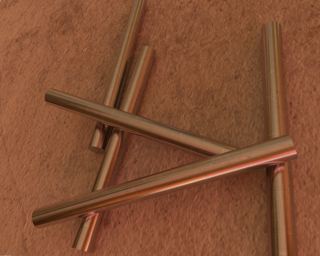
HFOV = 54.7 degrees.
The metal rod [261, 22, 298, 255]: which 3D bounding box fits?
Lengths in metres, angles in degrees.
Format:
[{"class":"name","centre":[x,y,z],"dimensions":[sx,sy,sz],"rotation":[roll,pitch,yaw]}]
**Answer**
[{"class":"metal rod","centre":[0.126,0.001,0.336],"dimensions":[0.025,0.025,0.299],"rotation":[-6,59,25]}]

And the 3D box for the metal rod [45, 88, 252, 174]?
[{"class":"metal rod","centre":[-0.032,-0.004,0.394],"dimensions":[0.301,0.025,0.025],"rotation":[18,71,25]}]

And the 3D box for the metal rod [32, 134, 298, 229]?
[{"class":"metal rod","centre":[-0.010,0.064,0.335],"dimensions":[0.301,0.025,0.025],"rotation":[-19,55,16]}]

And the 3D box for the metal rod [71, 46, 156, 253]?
[{"class":"metal rod","centre":[-0.055,0.011,0.423],"dimensions":[0.025,0.025,0.300],"rotation":[2,62,28]}]

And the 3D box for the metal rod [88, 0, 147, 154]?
[{"class":"metal rod","centre":[-0.062,-0.101,0.496],"dimensions":[0.025,0.025,0.299],"rotation":[-3,60,26]}]
